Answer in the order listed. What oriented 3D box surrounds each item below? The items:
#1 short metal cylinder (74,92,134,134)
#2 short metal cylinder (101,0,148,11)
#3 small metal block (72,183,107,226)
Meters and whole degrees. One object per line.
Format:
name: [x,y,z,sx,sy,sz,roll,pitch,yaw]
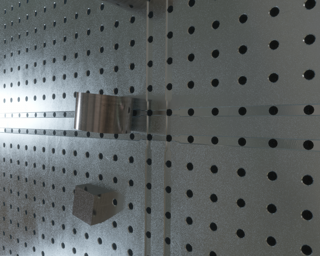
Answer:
short metal cylinder: [-0.079,-0.022,0.439,0.080,0.081,0.050,10,96,39]
short metal cylinder: [-0.052,-0.213,0.436,0.080,0.050,0.079,0,90,40]
small metal block: [-0.115,0.123,0.505,0.050,0.025,0.050,14,99,39]
